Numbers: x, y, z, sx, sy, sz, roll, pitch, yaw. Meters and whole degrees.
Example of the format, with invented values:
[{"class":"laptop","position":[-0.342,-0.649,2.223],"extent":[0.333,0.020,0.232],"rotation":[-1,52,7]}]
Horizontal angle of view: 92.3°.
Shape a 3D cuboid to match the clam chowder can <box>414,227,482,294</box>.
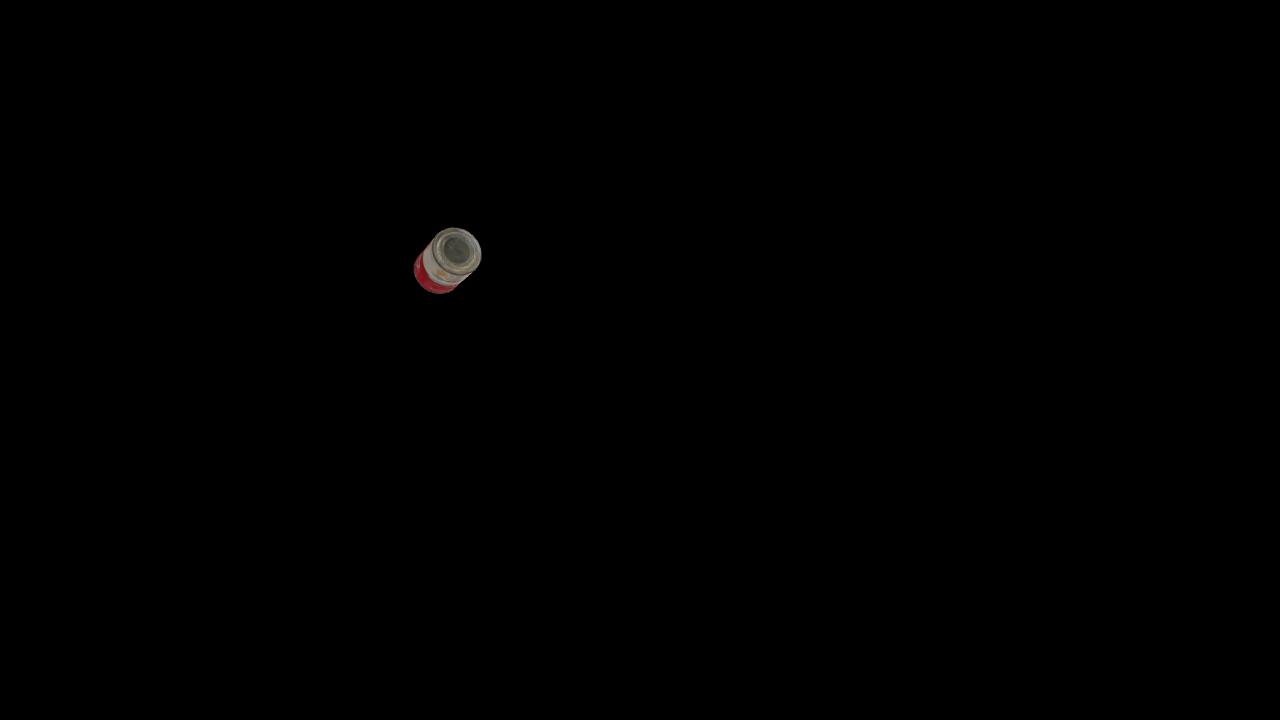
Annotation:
[{"class":"clam chowder can","position":[-0.267,-0.136,0.852],"extent":[0.068,0.068,0.102],"rotation":[0,-8,-34]}]
